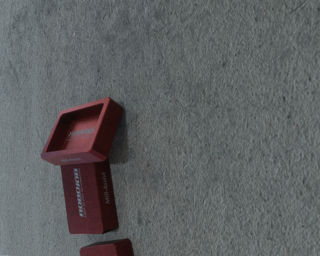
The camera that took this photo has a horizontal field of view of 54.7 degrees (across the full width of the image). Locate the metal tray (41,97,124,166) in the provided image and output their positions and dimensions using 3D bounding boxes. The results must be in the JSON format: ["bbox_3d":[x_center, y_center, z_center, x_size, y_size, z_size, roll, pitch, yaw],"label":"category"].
[{"bbox_3d":[-0.121,0.008,0.475,0.130,0.030,0.090,-9,55,39],"label":"metal tray"}]

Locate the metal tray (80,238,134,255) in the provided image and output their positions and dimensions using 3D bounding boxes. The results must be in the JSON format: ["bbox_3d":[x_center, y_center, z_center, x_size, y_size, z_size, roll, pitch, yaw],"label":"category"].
[{"bbox_3d":[-0.070,0.237,0.460,0.090,0.030,0.129,-23,76,37],"label":"metal tray"}]

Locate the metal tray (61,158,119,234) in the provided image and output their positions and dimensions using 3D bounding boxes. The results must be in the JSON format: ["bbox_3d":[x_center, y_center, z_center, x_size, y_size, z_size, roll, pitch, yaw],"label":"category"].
[{"bbox_3d":[-0.116,0.101,0.498,0.090,0.030,0.129,-17,80,38],"label":"metal tray"}]
